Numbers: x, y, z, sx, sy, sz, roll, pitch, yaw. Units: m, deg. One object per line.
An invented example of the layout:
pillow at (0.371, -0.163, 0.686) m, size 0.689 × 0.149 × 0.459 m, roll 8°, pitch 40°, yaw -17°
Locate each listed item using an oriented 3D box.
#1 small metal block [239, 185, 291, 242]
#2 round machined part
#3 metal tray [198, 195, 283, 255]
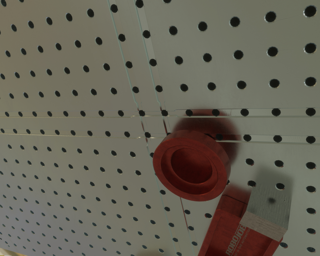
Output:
small metal block at (0.133, 0.106, 0.390) m, size 0.050 × 0.050 × 0.025 m, roll 23°, pitch 127°, yaw 14°
round machined part at (0.044, 0.044, 0.404) m, size 0.098 × 0.042 × 0.097 m, roll 13°, pitch 124°, yaw 20°
metal tray at (0.113, 0.167, 0.451) m, size 0.090 × 0.030 × 0.129 m, roll 21°, pitch 126°, yaw 15°
